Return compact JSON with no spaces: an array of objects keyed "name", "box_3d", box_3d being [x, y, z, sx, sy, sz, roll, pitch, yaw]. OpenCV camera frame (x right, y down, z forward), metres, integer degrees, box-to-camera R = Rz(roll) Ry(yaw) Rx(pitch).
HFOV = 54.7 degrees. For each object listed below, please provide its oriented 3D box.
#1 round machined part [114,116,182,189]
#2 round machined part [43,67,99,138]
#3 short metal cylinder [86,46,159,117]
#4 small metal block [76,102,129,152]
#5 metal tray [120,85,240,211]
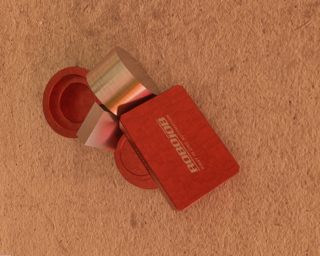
[{"name":"round machined part","box_3d":[-0.018,0.032,0.406,0.098,0.042,0.097,0,90,19]},{"name":"round machined part","box_3d":[-0.113,-0.035,0.439,0.098,0.042,0.097,0,90,19]},{"name":"short metal cylinder","box_3d":[-0.046,-0.057,0.397,0.050,0.080,0.080,-39,78,16]},{"name":"small metal block","box_3d":[-0.071,0.000,0.402,0.025,0.050,0.050,41,104,40]},{"name":"metal tray","box_3d":[0.022,0.022,0.376,0.091,0.030,0.130,-31,79,-15]}]
